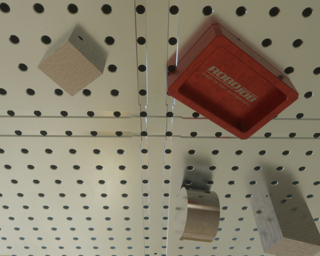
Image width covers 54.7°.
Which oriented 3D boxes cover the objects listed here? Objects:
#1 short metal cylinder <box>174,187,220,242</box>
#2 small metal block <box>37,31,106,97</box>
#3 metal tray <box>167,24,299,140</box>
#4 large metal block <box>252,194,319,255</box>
[{"bbox_3d":[0.057,0.138,0.493,0.050,0.080,0.079,10,130,-8],"label":"short metal cylinder"},{"bbox_3d":[-0.099,-0.071,0.350,0.050,0.025,0.050,-31,124,23],"label":"small metal block"},{"bbox_3d":[0.085,-0.048,0.367,0.131,0.030,0.090,29,124,-23],"label":"metal tray"},{"bbox_3d":[0.213,0.167,0.520,0.081,0.080,0.050,18,128,-15],"label":"large metal block"}]
